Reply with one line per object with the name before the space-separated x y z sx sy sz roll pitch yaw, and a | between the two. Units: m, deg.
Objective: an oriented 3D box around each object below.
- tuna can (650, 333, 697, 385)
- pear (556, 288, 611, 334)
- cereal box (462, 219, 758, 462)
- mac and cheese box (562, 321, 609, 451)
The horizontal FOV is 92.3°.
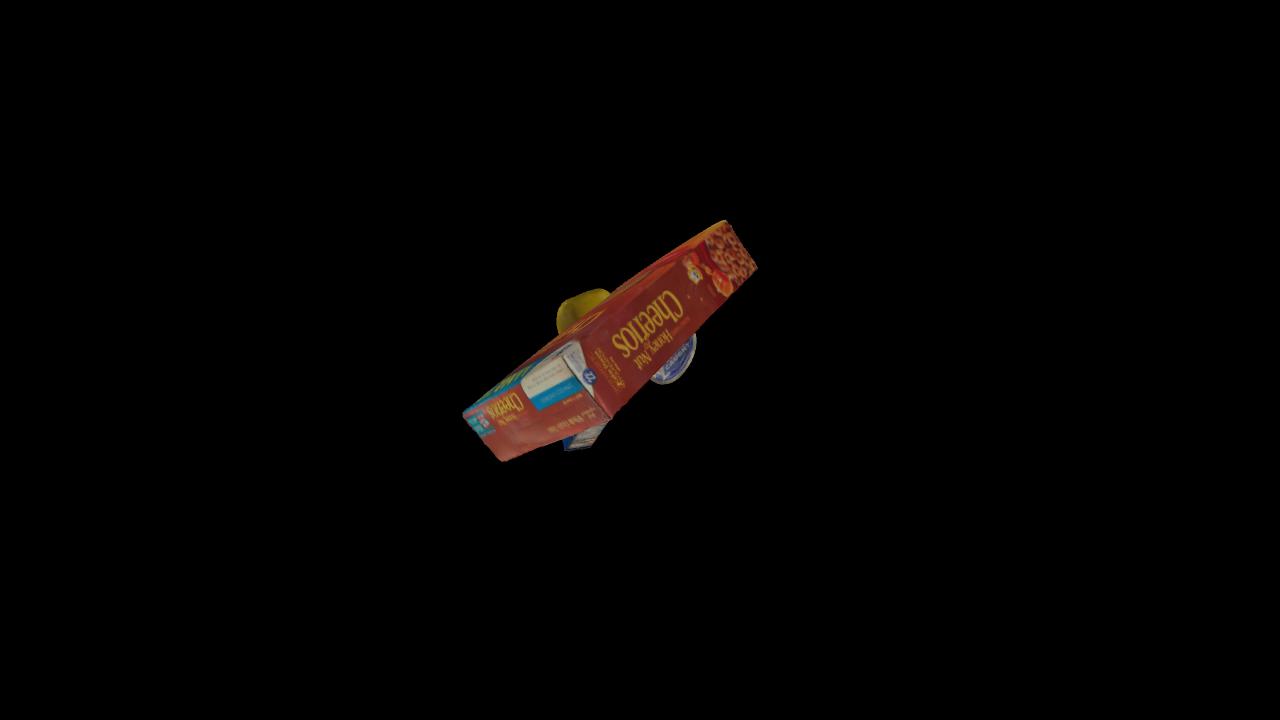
tuna can | 0.028 -0.015 0.752 0.084 0.084 0.034 0 21 -44
pear | -0.050 -0.024 0.716 0.080 0.111 0.080 -20 8 3
cereal box | -0.025 -0.025 0.667 0.203 0.081 0.306 -26 13 48
mac and cheese box | -0.063 0.035 0.704 0.041 0.093 0.184 -6 -21 -19
